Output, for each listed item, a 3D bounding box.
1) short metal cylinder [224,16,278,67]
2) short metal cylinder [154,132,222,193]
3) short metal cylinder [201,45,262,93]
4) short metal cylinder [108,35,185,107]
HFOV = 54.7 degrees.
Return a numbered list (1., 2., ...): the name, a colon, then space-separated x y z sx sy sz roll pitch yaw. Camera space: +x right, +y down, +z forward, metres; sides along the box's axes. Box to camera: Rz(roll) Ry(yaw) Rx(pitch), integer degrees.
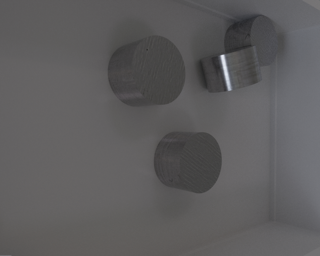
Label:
1. short metal cylinder: 0.153 -0.140 0.518 0.081 0.050 0.080 0 90 -40
2. short metal cylinder: 0.039 0.045 0.423 0.081 0.050 0.080 0 90 -40
3. short metal cylinder: 0.105 -0.088 0.459 0.081 0.080 0.050 -25 106 -37
4. short metal cylinder: -0.015 -0.067 0.377 0.081 0.050 0.080 0 90 -40
